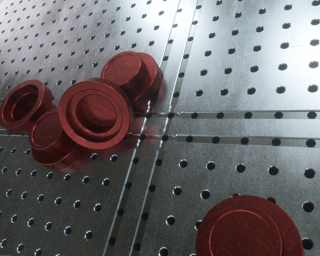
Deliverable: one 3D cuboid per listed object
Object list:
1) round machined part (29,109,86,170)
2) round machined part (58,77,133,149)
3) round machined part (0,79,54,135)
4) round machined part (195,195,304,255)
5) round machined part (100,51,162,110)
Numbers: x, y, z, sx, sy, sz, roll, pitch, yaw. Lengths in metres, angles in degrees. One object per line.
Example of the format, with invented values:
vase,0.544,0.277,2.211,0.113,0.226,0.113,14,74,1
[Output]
round machined part,-0.157,0.010,0.471,0.098,0.042,0.098,-13,56,20
round machined part,-0.086,-0.023,0.431,0.098,0.098,0.042,-22,18,14
round machined part,-0.224,-0.032,0.531,0.098,0.042,0.098,-13,56,20
round machined part,0.079,0.110,0.288,0.098,0.042,0.098,-13,56,20
round machined part,-0.050,-0.077,0.469,0.098,0.042,0.098,-13,56,20
